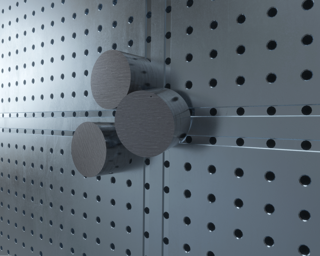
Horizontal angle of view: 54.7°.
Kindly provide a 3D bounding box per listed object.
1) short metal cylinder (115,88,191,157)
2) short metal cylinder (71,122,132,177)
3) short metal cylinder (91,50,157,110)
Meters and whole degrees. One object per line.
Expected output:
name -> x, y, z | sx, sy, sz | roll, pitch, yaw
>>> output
short metal cylinder -> -0.008, -0.009, 0.385 | 0.080, 0.050, 0.079 | 6, 103, 26
short metal cylinder -> -0.087, 0.031, 0.463 | 0.080, 0.050, 0.079 | 0, 90, 39
short metal cylinder -> -0.051, -0.065, 0.433 | 0.080, 0.050, 0.079 | 0, 90, 40
